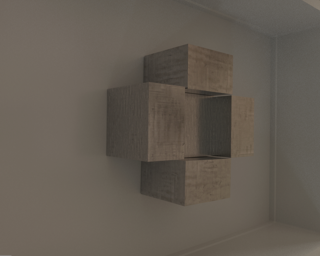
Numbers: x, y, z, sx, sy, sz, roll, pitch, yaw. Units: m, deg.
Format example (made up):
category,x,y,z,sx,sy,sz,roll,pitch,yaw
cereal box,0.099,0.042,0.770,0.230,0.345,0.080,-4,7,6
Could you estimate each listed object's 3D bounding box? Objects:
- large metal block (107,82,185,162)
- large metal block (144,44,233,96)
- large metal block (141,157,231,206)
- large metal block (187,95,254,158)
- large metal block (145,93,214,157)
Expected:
category,x,y,z,sx,sy,sz,roll,pitch,yaw
large metal block,-0.018,-0.006,0.354,0.050,0.080,0.080,1,90,-40
large metal block,0.036,-0.068,0.398,0.081,0.080,0.050,1,90,-40
large metal block,0.033,0.062,0.396,0.081,0.080,0.050,2,89,-40
large metal block,0.084,-0.002,0.440,0.050,0.080,0.080,1,90,-40
large metal block,0.025,-0.003,0.408,0.081,0.050,0.080,1,90,-40
